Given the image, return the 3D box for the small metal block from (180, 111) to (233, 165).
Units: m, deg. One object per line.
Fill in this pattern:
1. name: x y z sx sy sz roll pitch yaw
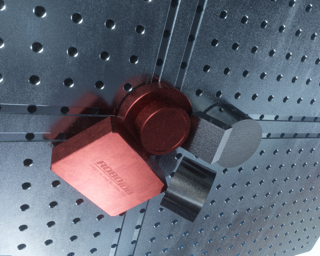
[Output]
1. small metal block: 0.060 0.012 0.407 0.025 0.050 0.050 -15 129 -55

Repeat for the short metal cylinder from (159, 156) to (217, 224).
1. short metal cylinder: 0.040 0.086 0.438 0.050 0.080 0.079 26 110 8

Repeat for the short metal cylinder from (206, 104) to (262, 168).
1. short metal cylinder: 0.100 0.011 0.452 0.081 0.050 0.079 -14 124 -21

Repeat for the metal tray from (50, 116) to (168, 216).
1. metal tray: -0.059 0.054 0.389 0.090 0.030 0.130 -29 130 9

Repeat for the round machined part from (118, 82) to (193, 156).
1. round machined part: -0.001 -0.005 0.391 0.099 0.042 0.097 -14 124 -21
